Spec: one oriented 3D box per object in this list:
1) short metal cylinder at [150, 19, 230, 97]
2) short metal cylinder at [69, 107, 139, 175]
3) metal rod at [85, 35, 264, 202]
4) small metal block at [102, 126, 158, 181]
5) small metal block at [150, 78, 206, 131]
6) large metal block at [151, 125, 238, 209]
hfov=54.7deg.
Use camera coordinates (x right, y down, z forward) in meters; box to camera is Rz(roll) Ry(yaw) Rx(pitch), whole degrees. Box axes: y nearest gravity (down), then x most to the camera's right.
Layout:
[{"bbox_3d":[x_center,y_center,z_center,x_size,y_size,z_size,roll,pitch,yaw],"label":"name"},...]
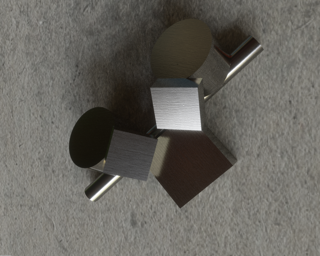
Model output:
[{"bbox_3d":[0.036,-0.080,0.368,0.080,0.050,0.080,-14,65,31],"label":"short metal cylinder"},{"bbox_3d":[-0.072,0.018,0.406,0.080,0.050,0.080,-14,65,31],"label":"short metal cylinder"},{"bbox_3d":[0.009,-0.003,0.406,0.299,0.025,0.025,-43,77,14],"label":"metal rod"},{"bbox_3d":[-0.035,0.029,0.356,0.050,0.025,0.050,14,96,-13],"label":"small metal block"},{"bbox_3d":[0.021,-0.026,0.336,0.050,0.025,0.050,2,122,19],"label":"small metal block"},{"bbox_3d":[0.035,0.038,0.382,0.080,0.050,0.080,-43,77,14],"label":"large metal block"}]
